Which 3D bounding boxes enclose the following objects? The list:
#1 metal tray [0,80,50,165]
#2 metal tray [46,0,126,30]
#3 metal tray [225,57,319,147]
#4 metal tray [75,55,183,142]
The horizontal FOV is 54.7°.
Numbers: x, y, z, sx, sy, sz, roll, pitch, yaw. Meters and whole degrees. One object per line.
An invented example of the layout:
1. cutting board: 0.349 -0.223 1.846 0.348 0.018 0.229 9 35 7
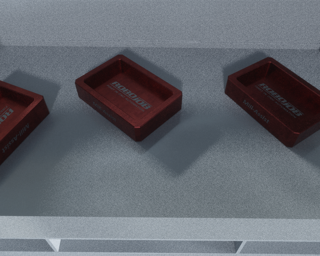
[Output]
1. metal tray: -0.222 -0.002 0.400 0.090 0.030 0.130 20 52 15
2. metal tray: -0.138 -0.232 0.597 0.131 0.030 0.090 5 50 4
3. metal tray: 0.168 -0.042 0.439 0.091 0.030 0.130 -27 55 -21
4. metal tray: -0.045 -0.048 0.441 0.130 0.030 0.090 36 58 26
